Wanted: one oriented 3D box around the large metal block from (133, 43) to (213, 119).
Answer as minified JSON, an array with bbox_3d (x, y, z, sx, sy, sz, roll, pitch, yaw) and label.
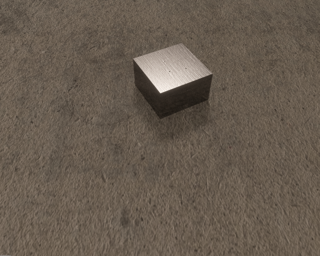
[{"bbox_3d":[0.016,-0.070,0.446,0.081,0.050,0.080,-23,54,-18],"label":"large metal block"}]
